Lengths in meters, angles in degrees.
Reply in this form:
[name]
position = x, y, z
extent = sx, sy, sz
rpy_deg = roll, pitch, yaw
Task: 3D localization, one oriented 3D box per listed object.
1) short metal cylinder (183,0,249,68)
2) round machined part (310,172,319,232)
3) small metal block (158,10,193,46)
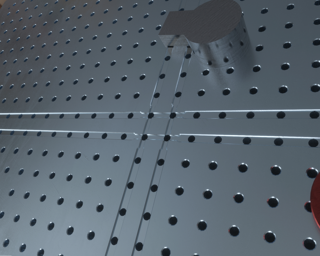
[short metal cylinder]
position = 0.079, -0.132, 0.432
extent = 0.080, 0.050, 0.080
rpy_deg = -13, 56, 21
[round machined part]
position = 0.182, 0.064, 0.263
extent = 0.098, 0.042, 0.098
rpy_deg = -13, 56, 21
[small metal block]
position = 0.033, -0.157, 0.488
extent = 0.050, 0.025, 0.050
rpy_deg = 10, 67, 32
